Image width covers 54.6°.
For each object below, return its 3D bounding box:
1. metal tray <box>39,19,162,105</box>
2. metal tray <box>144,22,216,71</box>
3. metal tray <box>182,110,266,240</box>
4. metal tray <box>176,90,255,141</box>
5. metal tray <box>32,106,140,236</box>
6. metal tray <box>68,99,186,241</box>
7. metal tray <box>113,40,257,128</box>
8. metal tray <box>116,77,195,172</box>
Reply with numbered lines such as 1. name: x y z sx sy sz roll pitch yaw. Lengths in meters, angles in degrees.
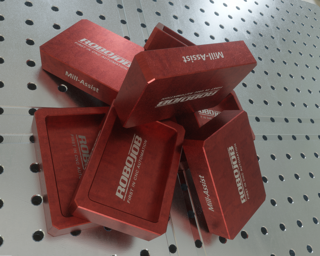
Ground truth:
1. metal tray: -0.071 -0.083 0.395 0.130 0.030 0.090 29 51 10
2. metal tray: 0.028 -0.112 0.444 0.090 0.030 0.130 29 19 -9
3. metal tray: 0.082 0.054 0.373 0.091 0.030 0.129 -33 113 -37
4. metal tray: 0.073 -0.020 0.432 0.131 0.030 0.090 6 58 -45
5. metal tray: -0.082 0.040 0.337 0.091 0.030 0.130 -4 63 -31
6. metal tray: -0.028 0.040 0.326 0.090 0.030 0.130 24 53 -13
7. metal tray: 0.025 -0.046 0.325 0.131 0.090 0.030 -14 69 -29
8. metal tray: -0.008 -0.007 0.404 0.091 0.030 0.130 -4 61 -32
